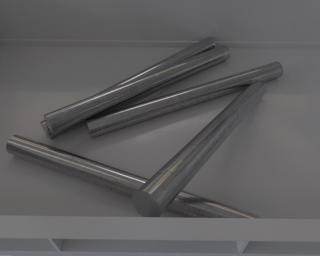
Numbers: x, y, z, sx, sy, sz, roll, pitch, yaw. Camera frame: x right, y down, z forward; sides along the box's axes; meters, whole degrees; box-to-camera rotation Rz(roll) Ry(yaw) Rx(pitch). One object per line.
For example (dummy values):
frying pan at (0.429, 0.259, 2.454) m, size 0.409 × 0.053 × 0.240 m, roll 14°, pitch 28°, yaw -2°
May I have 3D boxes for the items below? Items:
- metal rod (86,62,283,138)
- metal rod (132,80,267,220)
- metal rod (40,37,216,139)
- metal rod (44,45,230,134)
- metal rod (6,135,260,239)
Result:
metal rod at (0.045, -0.045, 0.442) m, size 0.302 × 0.025 × 0.025 m, roll -18°, pitch 53°, yaw -15°
metal rod at (0.067, -0.001, 0.341) m, size 0.025 × 0.025 × 0.302 m, roll 27°, pitch 35°, yaw 21°
metal rod at (-0.032, -0.069, 0.462) m, size 0.302 × 0.025 × 0.025 m, roll -32°, pitch 57°, yaw -24°
metal rod at (-0.014, -0.065, 0.443) m, size 0.302 × 0.025 × 0.025 m, roll -26°, pitch 55°, yaw -27°
metal rod at (-0.041, 0.061, 0.352) m, size 0.301 × 0.025 × 0.025 m, roll 16°, pitch 52°, yaw 13°
